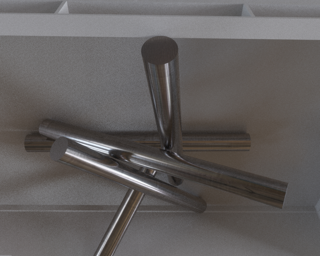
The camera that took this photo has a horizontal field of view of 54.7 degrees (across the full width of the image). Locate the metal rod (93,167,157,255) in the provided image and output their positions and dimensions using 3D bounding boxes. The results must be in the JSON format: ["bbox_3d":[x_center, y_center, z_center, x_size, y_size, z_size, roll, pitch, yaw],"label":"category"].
[{"bbox_3d":[-0.073,0.167,0.438,0.025,0.025,0.299,29,88,-22],"label":"metal rod"}]

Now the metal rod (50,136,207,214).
[{"bbox_3d":[-0.015,0.076,0.411,0.025,0.025,0.301,-29,144,22],"label":"metal rod"}]

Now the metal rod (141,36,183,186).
[{"bbox_3d":[0.012,0.012,0.343,0.025,0.025,0.299,-4,154,3],"label":"metal rod"}]

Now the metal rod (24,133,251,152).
[{"bbox_3d":[-0.029,0.020,0.425,0.302,0.025,0.025,0,130,0],"label":"metal rod"}]

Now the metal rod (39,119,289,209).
[{"bbox_3d":[-0.018,0.031,0.347,0.301,0.025,0.025,13,135,25],"label":"metal rod"}]
